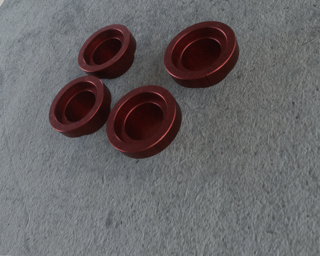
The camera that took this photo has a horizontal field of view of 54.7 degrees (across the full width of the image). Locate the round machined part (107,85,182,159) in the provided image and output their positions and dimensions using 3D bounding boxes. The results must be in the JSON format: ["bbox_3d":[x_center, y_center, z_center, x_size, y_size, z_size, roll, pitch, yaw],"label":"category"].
[{"bbox_3d":[-0.017,-0.004,0.405,0.098,0.042,0.098,-13,56,21],"label":"round machined part"}]

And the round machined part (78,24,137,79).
[{"bbox_3d":[-0.082,-0.119,0.509,0.098,0.042,0.098,-13,56,21],"label":"round machined part"}]

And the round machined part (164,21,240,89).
[{"bbox_3d":[0.058,-0.093,0.420,0.098,0.042,0.098,-13,56,21],"label":"round machined part"}]

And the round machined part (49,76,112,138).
[{"bbox_3d":[-0.115,-0.028,0.471,0.098,0.042,0.098,-13,56,21],"label":"round machined part"}]
